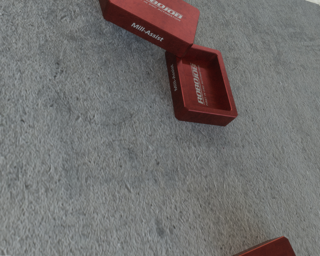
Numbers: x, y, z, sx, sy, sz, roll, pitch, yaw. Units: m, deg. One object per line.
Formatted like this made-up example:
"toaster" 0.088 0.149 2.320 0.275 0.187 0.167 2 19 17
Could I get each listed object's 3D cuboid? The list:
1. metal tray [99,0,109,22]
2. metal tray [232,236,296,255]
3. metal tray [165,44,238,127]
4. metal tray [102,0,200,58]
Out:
"metal tray" -0.057 -0.229 0.508 0.091 0.030 0.130 -3 63 -30
"metal tray" 0.134 0.201 0.350 0.091 0.030 0.130 -7 65 -31
"metal tray" 0.061 -0.070 0.475 0.091 0.030 0.130 7 59 -25
"metal tray" -0.009 -0.170 0.460 0.131 0.030 0.090 24 53 -14
